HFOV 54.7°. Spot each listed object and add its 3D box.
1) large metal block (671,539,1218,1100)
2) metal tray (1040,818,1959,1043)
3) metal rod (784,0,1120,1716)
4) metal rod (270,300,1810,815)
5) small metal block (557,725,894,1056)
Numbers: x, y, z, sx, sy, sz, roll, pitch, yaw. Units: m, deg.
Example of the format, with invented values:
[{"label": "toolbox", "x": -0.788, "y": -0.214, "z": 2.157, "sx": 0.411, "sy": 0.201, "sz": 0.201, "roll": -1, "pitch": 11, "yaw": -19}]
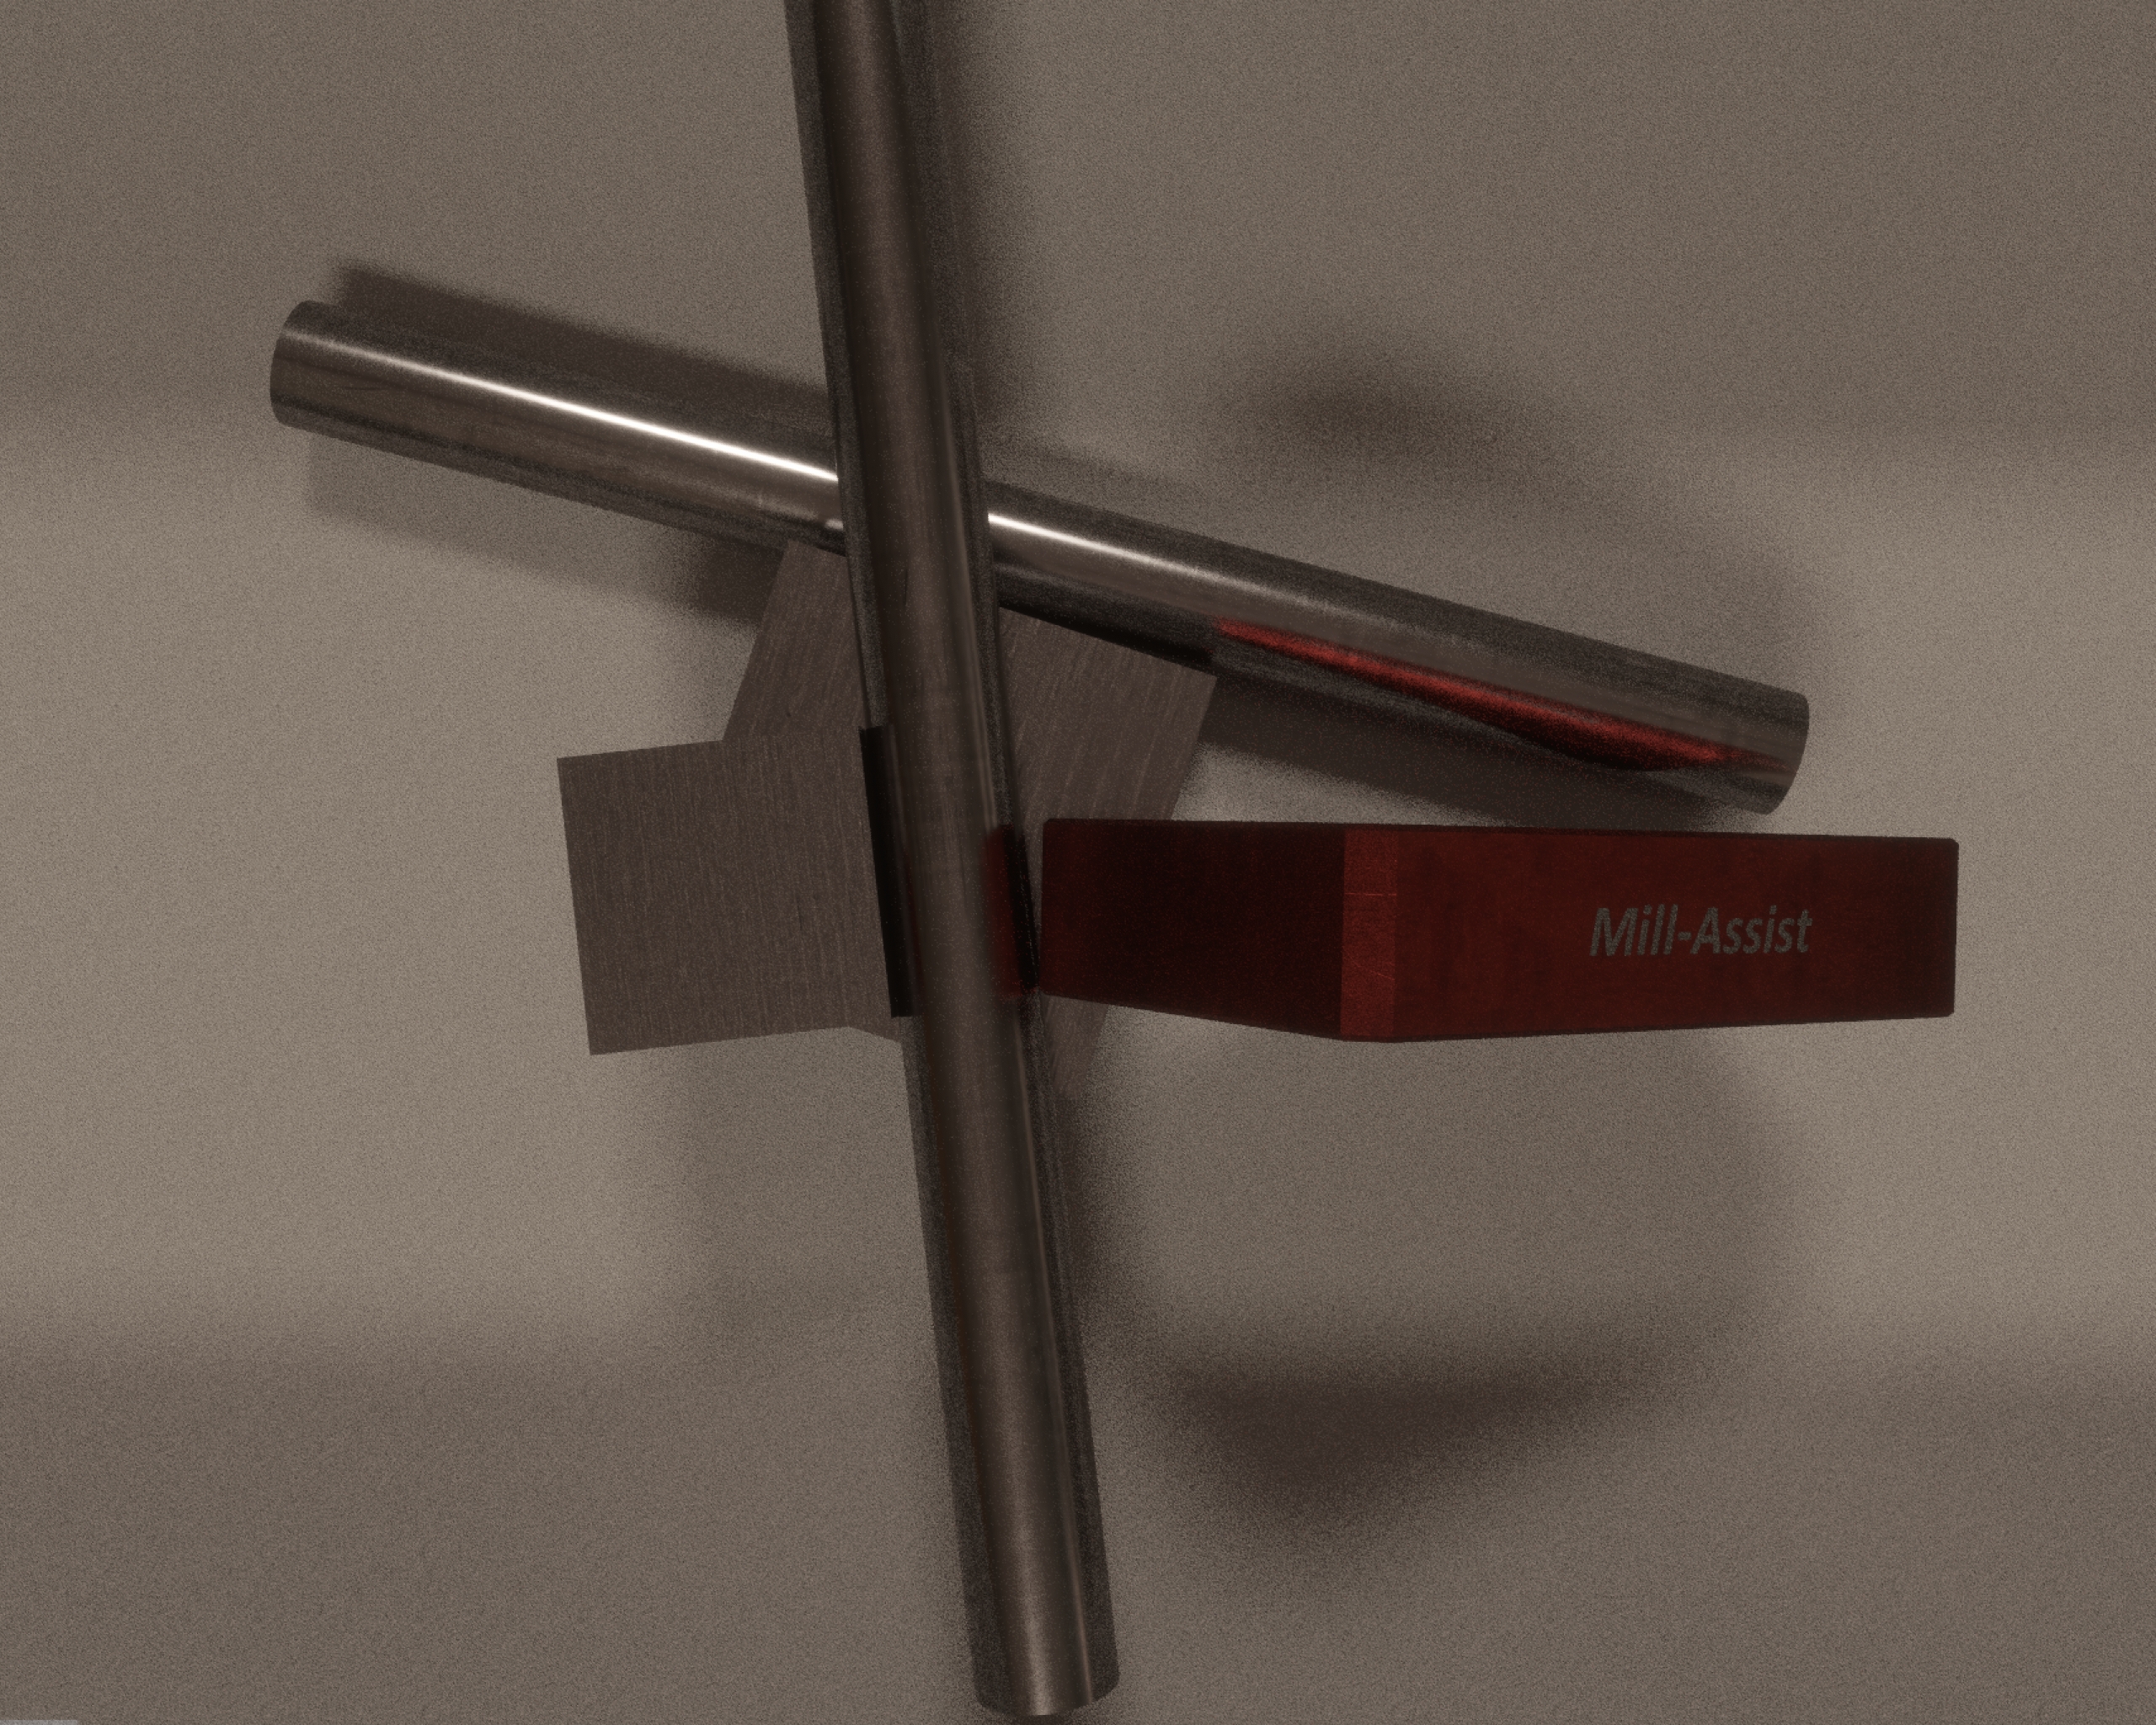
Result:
[{"label": "large metal block", "x": -0.026, "y": -0.008, "z": 0.397, "sx": 0.080, "sy": 0.050, "sz": 0.080, "roll": 18, "pitch": 90, "yaw": -1}, {"label": "metal tray", "x": 0.071, "y": 0.009, "z": 0.352, "sx": 0.131, "sy": 0.090, "sz": 0.030, "roll": 1, "pitch": 91, "yaw": -32}, {"label": "metal rod", "x": -0.022, "y": -0.006, "z": 0.360, "sx": 0.025, "sy": 0.025, "sz": 0.298, "roll": -6, "pitch": 90, "yaw": 0}, {"label": "metal rod", "x": -0.007, "y": -0.060, "z": 0.410, "sx": 0.302, "sy": 0.025, "sz": 0.025, "roll": 15, "pitch": 90, "yaw": -1}, {"label": "small metal block", "x": -0.059, "y": 0.005, "z": 0.359, "sx": 0.050, "sy": 0.025, "sz": 0.050, "roll": -6, "pitch": 90, "yaw": -1}]
